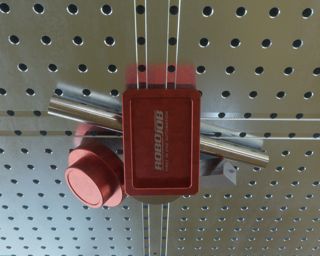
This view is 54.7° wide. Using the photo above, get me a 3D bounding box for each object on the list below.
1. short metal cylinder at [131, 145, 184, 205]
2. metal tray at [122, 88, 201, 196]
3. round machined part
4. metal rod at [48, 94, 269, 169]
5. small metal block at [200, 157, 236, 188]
[{"bbox_3d":[-0.005,0.066,0.446,0.081,0.050,0.079,0,130,0],"label":"short metal cylinder"},{"bbox_3d":[0.002,0.017,0.379,0.091,0.030,0.129,-1,101,-1],"label":"metal tray"},{"bbox_3d":[-0.090,0.070,0.424,0.098,0.042,0.097,20,130,26],"label":"round machined part"},{"bbox_3d":[0.008,0.009,0.414,0.302,0.025,0.025,15,129,-13],"label":"metal rod"},{"bbox_3d":[0.078,0.066,0.449,0.050,0.025,0.050,-11,148,30],"label":"small metal block"}]
